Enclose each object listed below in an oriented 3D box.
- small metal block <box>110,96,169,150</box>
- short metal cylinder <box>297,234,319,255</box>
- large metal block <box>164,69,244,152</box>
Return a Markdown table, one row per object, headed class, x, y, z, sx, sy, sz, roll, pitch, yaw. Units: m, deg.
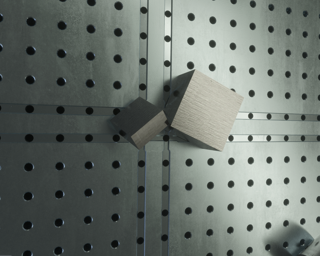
| class | x | y | z | sx | sy | sz | roll | pitch | yaw |
| --- | --- | --- | --- | --- | --- | --- | --- | --- | --- |
| small metal block | -0.026 | -0.007 | 0.388 | 0.050 | 0.050 | 0.025 | -41 | 134 | -16 |
| short metal cylinder | 0.265 | 0.215 | 0.484 | 0.050 | 0.080 | 0.080 | -34 | 102 | -17 |
| large metal block | 0.054 | -0.022 | 0.421 | 0.080 | 0.050 | 0.080 | 26 | 81 | -19 |
